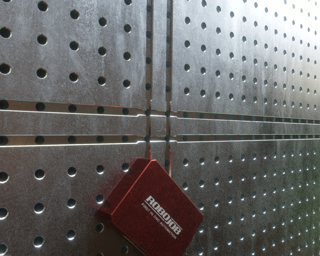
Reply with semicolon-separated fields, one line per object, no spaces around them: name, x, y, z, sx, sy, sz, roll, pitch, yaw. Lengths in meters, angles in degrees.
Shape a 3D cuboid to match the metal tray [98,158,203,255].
metal tray;-0.006;0.113;0.400;0.130;0.030;0.090;52;60;-27
